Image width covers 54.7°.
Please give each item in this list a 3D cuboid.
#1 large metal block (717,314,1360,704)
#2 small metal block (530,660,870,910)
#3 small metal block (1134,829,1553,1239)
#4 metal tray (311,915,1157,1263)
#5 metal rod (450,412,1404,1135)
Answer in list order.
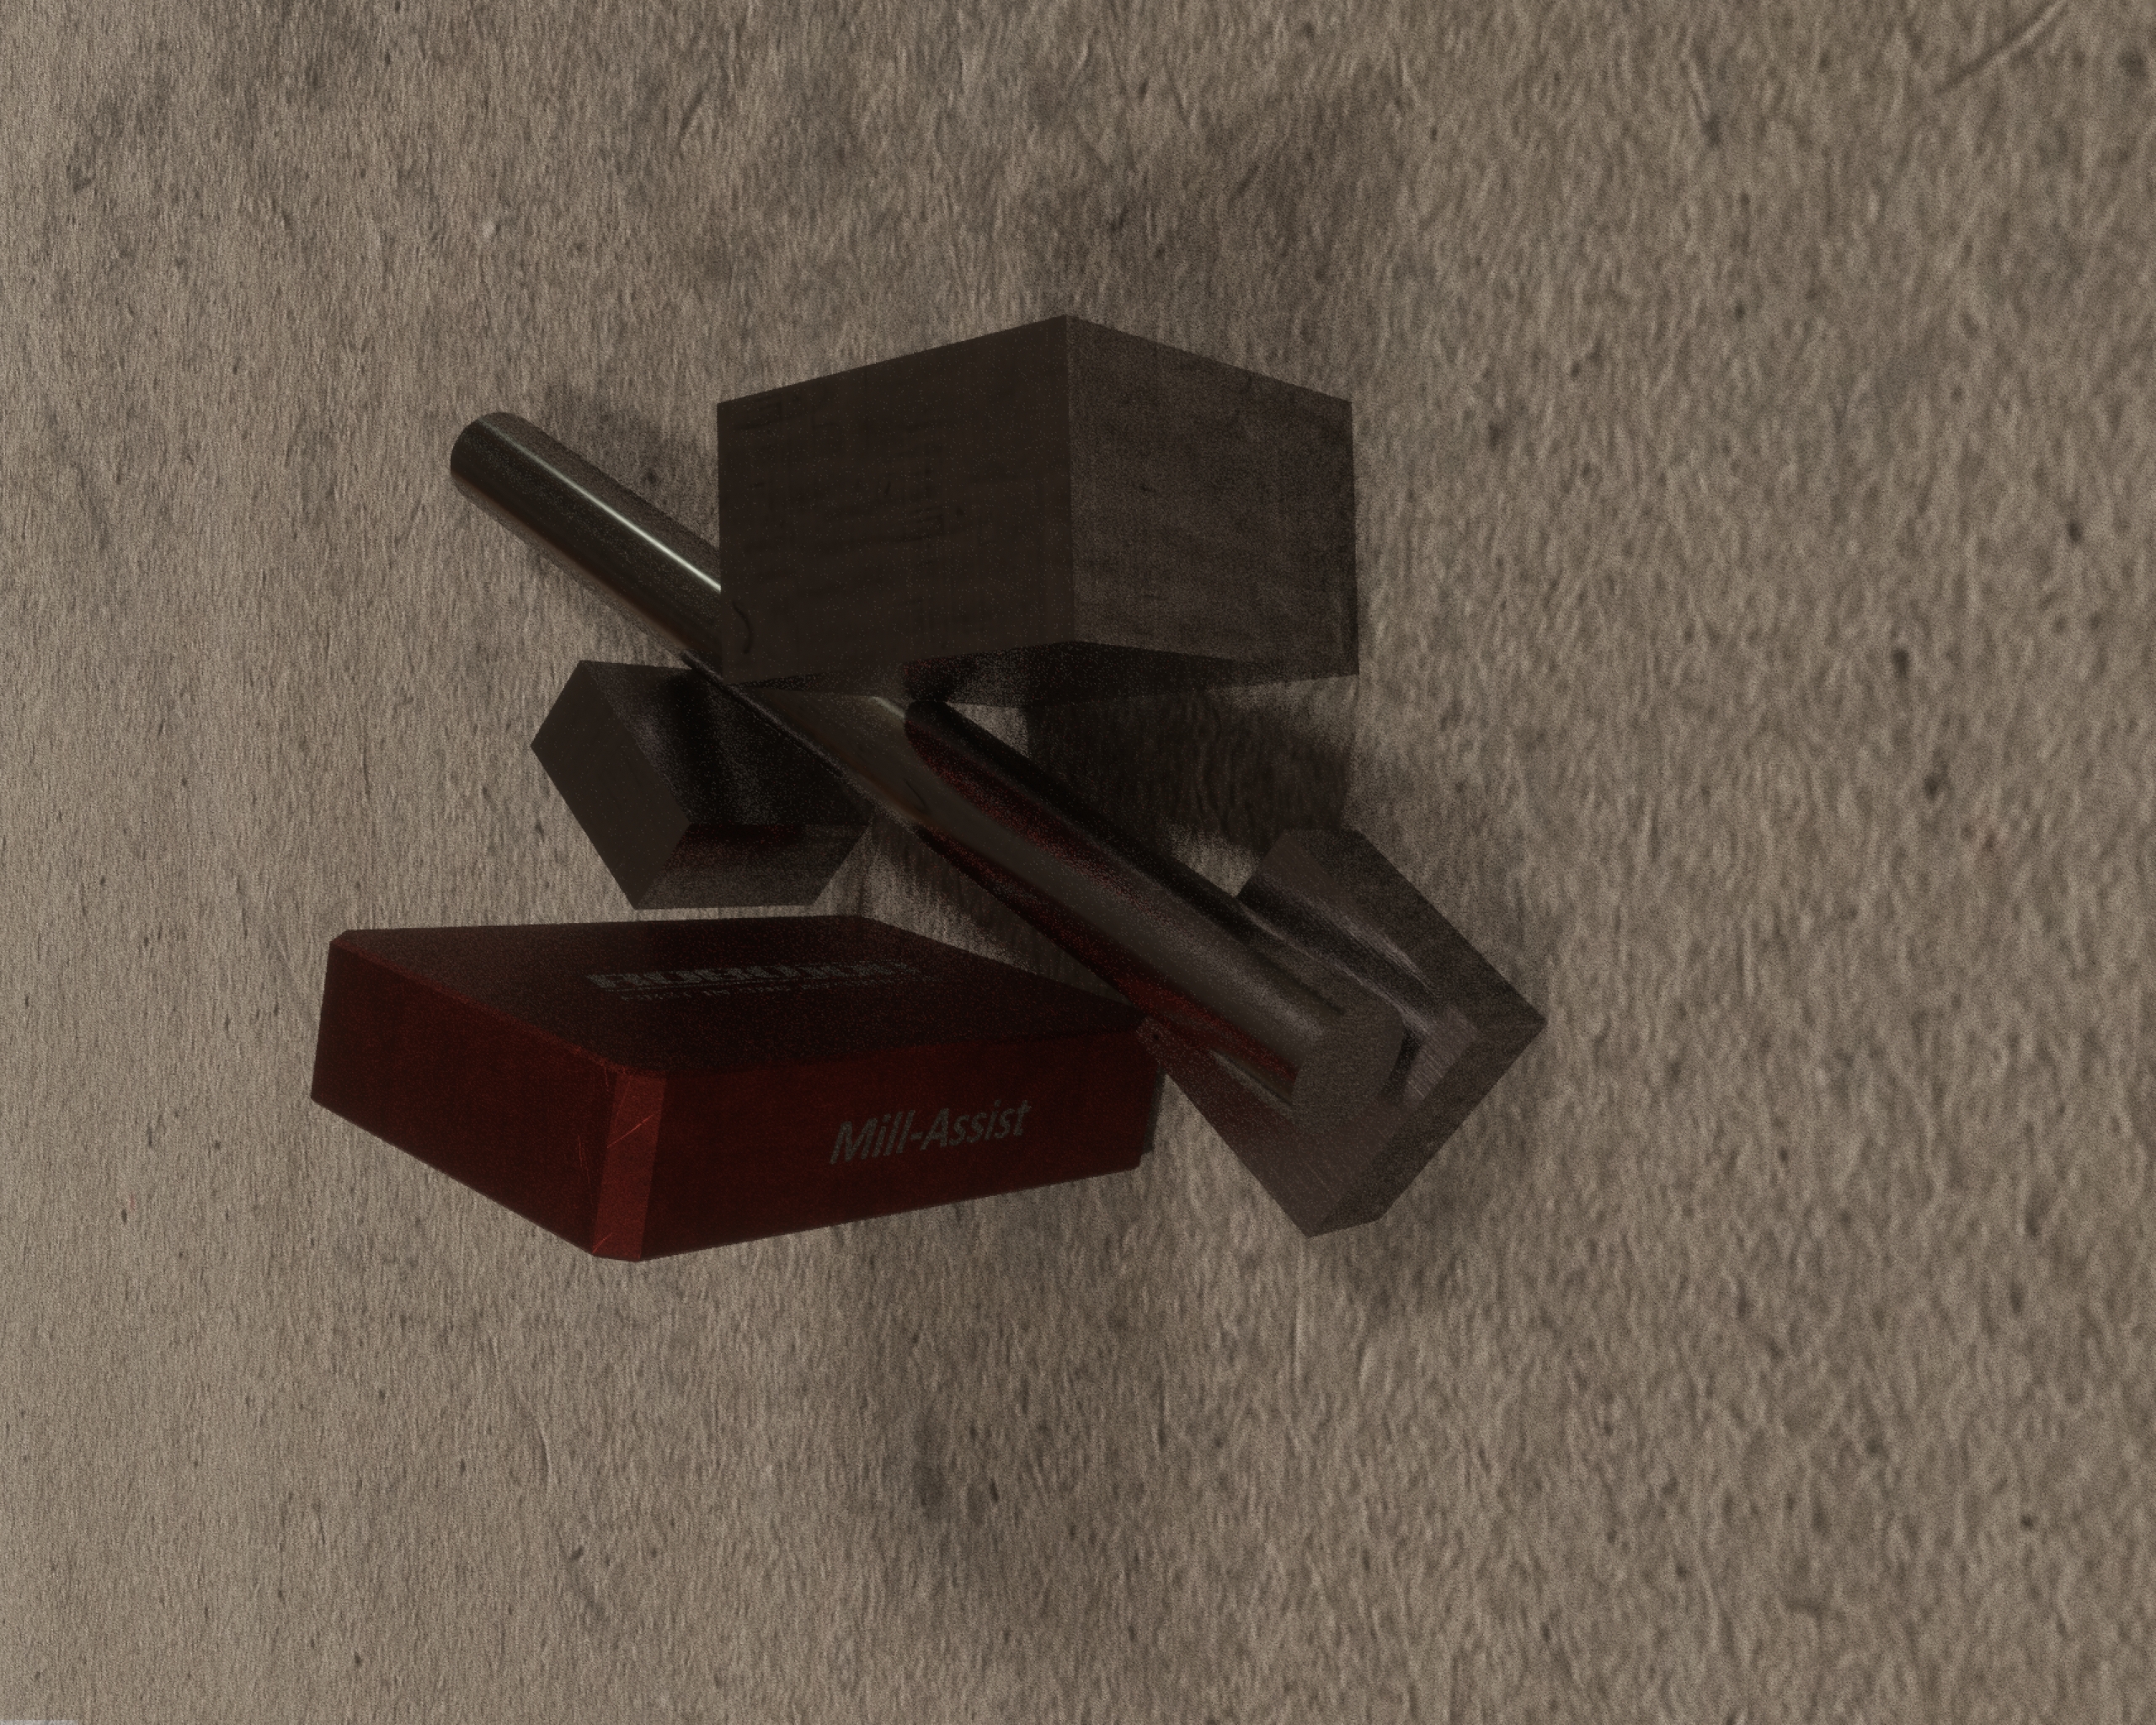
[{"bbox_3d":[-0.006,-0.057,0.372,0.080,0.081,0.050,-2,89,39],"label":"large metal block"},{"bbox_3d":[-0.082,-0.017,0.455,0.050,0.050,0.025,52,120,27],"label":"small metal block"},{"bbox_3d":[0.046,0.029,0.368,0.050,0.025,0.050,49,119,28],"label":"small metal block"},{"bbox_3d":[-0.058,0.036,0.384,0.090,0.131,0.030,16,100,39],"label":"metal tray"},{"bbox_3d":[-0.051,-0.034,0.429,0.300,0.025,0.025,35,112,39],"label":"metal rod"}]
